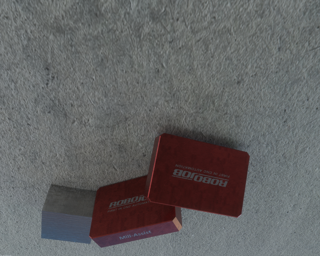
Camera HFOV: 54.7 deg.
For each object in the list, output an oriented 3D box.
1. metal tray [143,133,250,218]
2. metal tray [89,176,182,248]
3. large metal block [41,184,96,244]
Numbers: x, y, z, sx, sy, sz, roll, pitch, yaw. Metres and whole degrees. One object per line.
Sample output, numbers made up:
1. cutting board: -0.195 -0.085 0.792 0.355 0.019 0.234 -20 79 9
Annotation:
1. metal tray: 0.051 0.065 0.422 0.131 0.090 0.030 13 169 -12
2. metal tray: -0.036 0.120 0.465 0.130 0.090 0.030 -16 129 13
3. large metal block: -0.147 0.144 0.511 0.081 0.050 0.079 11 129 -10
